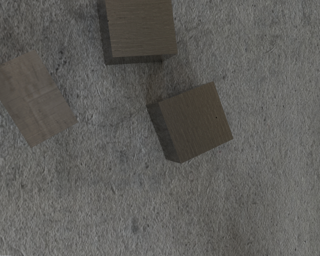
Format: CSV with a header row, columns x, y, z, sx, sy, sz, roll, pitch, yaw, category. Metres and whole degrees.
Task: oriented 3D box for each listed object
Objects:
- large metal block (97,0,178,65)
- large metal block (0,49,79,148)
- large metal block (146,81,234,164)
x,y,z,sx,sy,sz,roll,pitch,yaw,category
-0.029,-0.125,0.384,0.081,0.050,0.080,-8,93,-20,large metal block
-0.134,-0.028,0.330,0.050,0.080,0.080,-32,101,-17,large metal block
0.038,-0.008,0.410,0.081,0.050,0.080,-23,98,-19,large metal block
